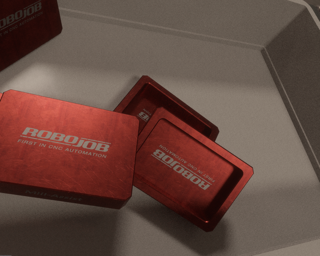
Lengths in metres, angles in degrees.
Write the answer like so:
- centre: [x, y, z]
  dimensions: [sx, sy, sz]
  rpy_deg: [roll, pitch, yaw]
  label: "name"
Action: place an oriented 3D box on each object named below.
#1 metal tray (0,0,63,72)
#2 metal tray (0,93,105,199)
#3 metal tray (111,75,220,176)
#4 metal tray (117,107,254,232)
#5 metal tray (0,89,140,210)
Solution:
- centre: [-0.171, -0.125, 0.345]
  dimensions: [0.030, 0.089, 0.130]
  rpy_deg: [22, 49, 17]
  label: "metal tray"
- centre: [-0.128, 0.019, 0.322]
  dimensions: [0.131, 0.030, 0.090]
  rpy_deg: [14, 56, -21]
  label: "metal tray"
- centre: [0.007, 0.000, 0.407]
  dimensions: [0.130, 0.030, 0.090]
  rpy_deg: [36, 51, -5]
  label: "metal tray"
- centre: [0.027, 0.046, 0.355]
  dimensions: [0.130, 0.030, 0.090]
  rpy_deg: [34, 93, -5]
  label: "metal tray"
- centre: [-0.089, 0.021, 0.292]
  dimensions: [0.131, 0.030, 0.090]
  rpy_deg: [12, 57, -13]
  label: "metal tray"
